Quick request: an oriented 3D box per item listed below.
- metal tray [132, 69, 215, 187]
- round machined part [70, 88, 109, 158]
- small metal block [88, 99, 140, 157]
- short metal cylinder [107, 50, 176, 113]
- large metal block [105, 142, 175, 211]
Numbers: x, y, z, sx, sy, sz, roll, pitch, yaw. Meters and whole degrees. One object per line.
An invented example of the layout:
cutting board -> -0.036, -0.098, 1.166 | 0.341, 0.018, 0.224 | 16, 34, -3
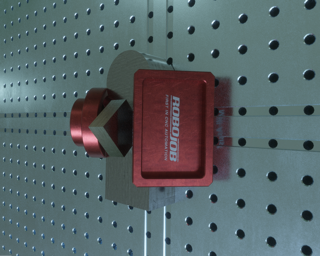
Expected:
metal tray -> 0.014, 0.001, 0.357 | 0.030, 0.091, 0.129 | -174, 85, -83
round machined part -> -0.093, -0.007, 0.433 | 0.042, 0.098, 0.097 | 1, 91, 7
small metal block -> -0.052, 0.000, 0.381 | 0.025, 0.050, 0.050 | 0, 132, 37
short metal cylinder -> -0.025, -0.059, 0.413 | 0.080, 0.050, 0.080 | 0, 90, 40
large metal block -> -0.027, 0.058, 0.415 | 0.080, 0.050, 0.079 | 3, 92, 40
